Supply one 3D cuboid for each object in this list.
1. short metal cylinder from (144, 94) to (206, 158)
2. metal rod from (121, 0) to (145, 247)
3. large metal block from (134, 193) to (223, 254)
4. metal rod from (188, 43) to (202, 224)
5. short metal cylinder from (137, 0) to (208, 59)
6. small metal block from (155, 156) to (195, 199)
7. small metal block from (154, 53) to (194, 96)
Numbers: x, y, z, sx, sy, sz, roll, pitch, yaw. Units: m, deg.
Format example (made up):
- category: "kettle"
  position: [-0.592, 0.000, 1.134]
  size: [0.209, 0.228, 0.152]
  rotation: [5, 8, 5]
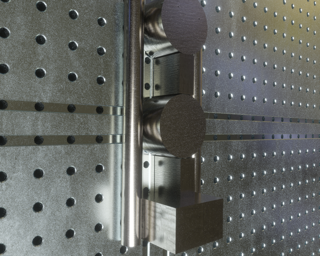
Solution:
- category: "short metal cylinder"
  position: [0.014, -0.002, 0.404]
  size: [0.081, 0.050, 0.080]
  rotation: [0, 90, -40]
- category: "metal rod"
  position: [-0.033, -0.009, 0.380]
  size: [0.025, 0.025, 0.298]
  rotation: [1, 89, -40]
- category: "large metal block"
  position: [0.022, 0.112, 0.392]
  size: [0.081, 0.080, 0.050]
  rotation: [1, 90, -40]
- category: "metal rod"
  position: [0.048, -0.008, 0.448]
  size: [0.025, 0.025, 0.298]
  rotation: [1, 89, -40]
- category: "short metal cylinder"
  position: [0.016, -0.132, 0.405]
  size: [0.081, 0.050, 0.080]
  rotation: [0, 90, -40]
- category: "small metal block"
  position: [0.019, 0.063, 0.407]
  size: [0.025, 0.050, 0.050]
  rotation: [0, 90, -40]
- category: "small metal block"
  position: [0.018, -0.067, 0.406]
  size: [0.025, 0.050, 0.050]
  rotation: [1, 90, -40]
